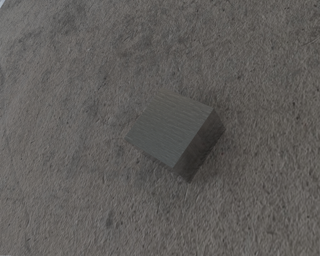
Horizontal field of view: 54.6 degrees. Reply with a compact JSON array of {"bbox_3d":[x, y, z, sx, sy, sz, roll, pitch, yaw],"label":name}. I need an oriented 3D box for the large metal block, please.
[{"bbox_3d":[0.018,0.007,0.375,0.080,0.050,0.080,27,77,37],"label":"large metal block"}]
